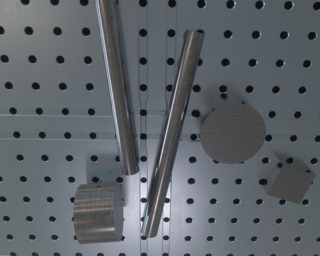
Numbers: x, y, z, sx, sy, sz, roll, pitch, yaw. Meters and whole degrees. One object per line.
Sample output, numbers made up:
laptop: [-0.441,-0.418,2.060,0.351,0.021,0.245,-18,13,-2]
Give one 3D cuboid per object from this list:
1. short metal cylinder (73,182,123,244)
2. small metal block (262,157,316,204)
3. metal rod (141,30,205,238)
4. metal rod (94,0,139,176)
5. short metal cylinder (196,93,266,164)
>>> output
short metal cylinder: [-0.082,0.116,0.426,0.050,0.080,0.079,-4,110,1]
small metal block: [0.183,0.075,0.443,0.050,0.025,0.050,17,109,-7]
metal rod: [0.013,0.022,0.421,0.025,0.025,0.298,11,110,-4]
metal rod: [-0.056,-0.078,0.383,0.025,0.025,0.298,-5,110,2]
short metal cylinder: [0.089,-0.001,0.401,0.081,0.050,0.079,0,110,0]
